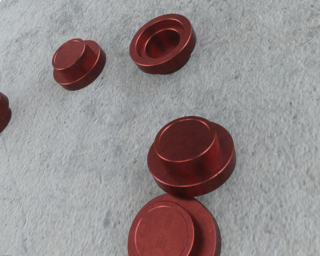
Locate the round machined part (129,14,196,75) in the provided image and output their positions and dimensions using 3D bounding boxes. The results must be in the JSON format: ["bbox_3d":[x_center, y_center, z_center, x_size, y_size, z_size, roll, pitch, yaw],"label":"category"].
[{"bbox_3d":[0.007,-0.119,0.461,0.098,0.042,0.098,-13,56,20],"label":"round machined part"}]

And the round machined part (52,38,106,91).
[{"bbox_3d":[-0.147,-0.117,0.540,0.098,0.042,0.098,-13,56,20],"label":"round machined part"}]

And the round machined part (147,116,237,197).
[{"bbox_3d":[0.032,0.024,0.344,0.098,0.042,0.098,-13,41,12],"label":"round machined part"}]

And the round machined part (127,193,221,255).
[{"bbox_3d":[0.009,0.114,0.317,0.098,0.042,0.098,-13,56,20],"label":"round machined part"}]

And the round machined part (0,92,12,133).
[{"bbox_3d":[-0.315,-0.021,0.568,0.098,0.042,0.098,-13,56,20],"label":"round machined part"}]
